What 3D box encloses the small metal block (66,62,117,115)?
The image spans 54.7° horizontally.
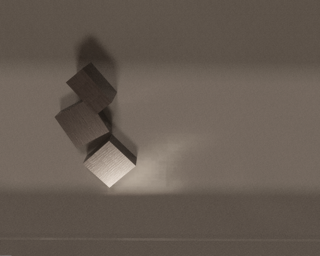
[{"bbox_3d":[-0.081,-0.049,0.379,0.025,0.050,0.050,-37,106,12],"label":"small metal block"}]

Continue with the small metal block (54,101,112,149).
[{"bbox_3d":[-0.099,-0.009,0.407,0.050,0.025,0.050,-27,108,9],"label":"small metal block"}]

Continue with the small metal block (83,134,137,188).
[{"bbox_3d":[-0.068,0.045,0.427,0.050,0.025,0.050,-40,106,13],"label":"small metal block"}]
